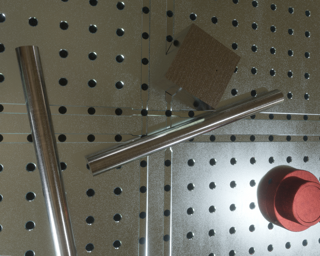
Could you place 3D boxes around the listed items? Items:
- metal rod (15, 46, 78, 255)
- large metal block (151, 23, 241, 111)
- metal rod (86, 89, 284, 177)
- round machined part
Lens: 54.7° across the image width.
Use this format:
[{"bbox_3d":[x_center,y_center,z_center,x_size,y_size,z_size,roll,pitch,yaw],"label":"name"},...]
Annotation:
[{"bbox_3d":[-0.128,0.055,0.365,0.025,0.025,0.298,-11,94,-20],"label":"metal rod"},{"bbox_3d":[0.048,-0.078,0.417,0.080,0.050,0.080,30,80,-18],"label":"large metal block"},{"bbox_3d":[0.048,0.000,0.430,0.302,0.025,0.025,-20,97,-19],"label":"metal rod"},{"bbox_3d":[0.219,0.114,0.484,0.099,0.042,0.097,0,90,-20],"label":"round machined part"}]
